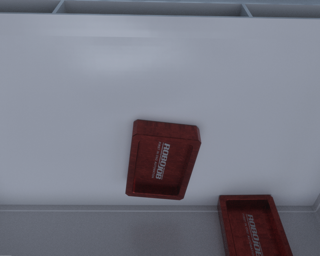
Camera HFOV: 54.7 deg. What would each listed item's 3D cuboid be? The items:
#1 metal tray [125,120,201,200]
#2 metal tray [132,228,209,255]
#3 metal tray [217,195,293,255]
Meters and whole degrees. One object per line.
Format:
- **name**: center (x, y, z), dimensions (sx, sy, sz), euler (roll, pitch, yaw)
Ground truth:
- **metal tray**: center (0.001, 0.051, 0.449), dimensions (0.091, 0.030, 0.129), euler (6, 130, -6)
- **metal tray**: center (0.022, 0.212, 0.567), dimensions (0.131, 0.030, 0.090), euler (-9, 153, 7)
- **metal tray**: center (0.145, 0.166, 0.484), dimensions (0.091, 0.130, 0.030), euler (0, 130, 0)
